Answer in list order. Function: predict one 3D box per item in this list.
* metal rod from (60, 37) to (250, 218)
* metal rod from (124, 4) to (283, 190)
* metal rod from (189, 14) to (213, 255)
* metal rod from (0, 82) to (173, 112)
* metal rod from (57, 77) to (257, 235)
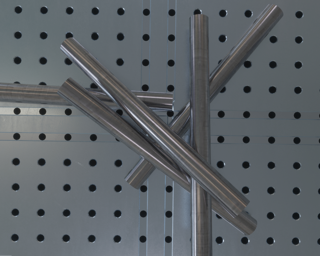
[{"bbox_3d":[-0.017,-0.011,0.373,0.300,0.025,0.025,43,90,16],"label":"metal rod"},{"bbox_3d":[0.058,-0.041,0.413,0.025,0.025,0.300,40,90,0],"label":"metal rod"},{"bbox_3d":[0.049,0.006,0.381,0.025,0.025,0.299,0,82,0],"label":"metal rod"},{"bbox_3d":[-0.134,-0.043,0.412,0.302,0.025,0.025,3,90,0],"label":"metal rod"},{"bbox_3d":[0.004,0.041,0.389,0.301,0.025,0.025,38,90,-10],"label":"metal rod"}]
